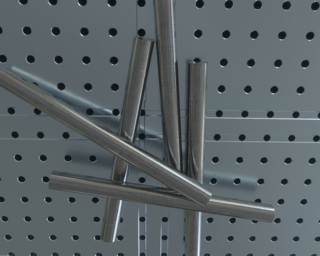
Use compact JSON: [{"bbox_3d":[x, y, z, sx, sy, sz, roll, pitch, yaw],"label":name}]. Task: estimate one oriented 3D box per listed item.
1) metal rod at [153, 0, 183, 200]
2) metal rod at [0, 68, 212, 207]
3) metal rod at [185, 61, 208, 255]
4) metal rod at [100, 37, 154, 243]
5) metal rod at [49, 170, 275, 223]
[{"bbox_3d":[0.013,-0.034,0.401,0.025,0.025,0.298,-4,110,1],"label":"metal rod"},{"bbox_3d":[-0.068,0.013,0.393,0.301,0.025,0.025,31,107,-2],"label":"metal rod"},{"bbox_3d":[0.049,0.058,0.435,0.025,0.025,0.298,-1,110,0],"label":"metal rod"},{"bbox_3d":[-0.049,0.030,0.423,0.025,0.025,0.298,11,110,-4],"label":"metal rod"},{"bbox_3d":[0.006,0.094,0.420,0.302,0.025,0.025,10,110,-4],"label":"metal rod"}]
